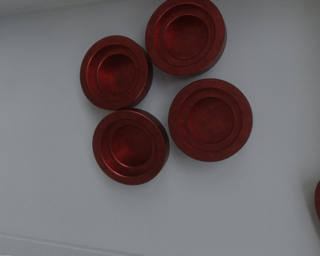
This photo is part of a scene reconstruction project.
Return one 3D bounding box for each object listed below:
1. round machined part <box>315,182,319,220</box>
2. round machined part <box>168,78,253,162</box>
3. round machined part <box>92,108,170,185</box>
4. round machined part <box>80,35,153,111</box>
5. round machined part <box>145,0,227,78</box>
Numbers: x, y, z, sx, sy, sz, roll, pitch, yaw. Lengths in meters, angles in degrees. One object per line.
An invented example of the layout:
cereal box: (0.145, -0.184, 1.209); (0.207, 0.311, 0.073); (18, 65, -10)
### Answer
round machined part: (0.209, 0.085, 0.309); (0.042, 0.098, 0.098); (-14, 84, -17)
round machined part: (0.063, -0.009, 0.379); (0.098, 0.042, 0.097); (0, 90, 19)
round machined part: (-0.035, 0.022, 0.406); (0.098, 0.042, 0.097); (3, 103, 15)
round machined part: (-0.055, -0.071, 0.419); (0.098, 0.042, 0.097); (-1, 88, 19)
round machined part: (0.035, -0.111, 0.389); (0.098, 0.042, 0.097); (0, 90, 19)
